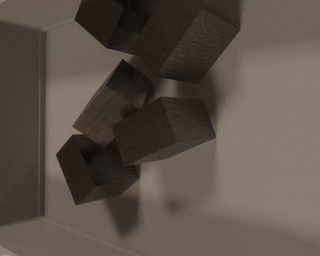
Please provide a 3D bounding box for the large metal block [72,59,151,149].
[{"bbox_3d":[-0.062,-0.033,0.412,0.050,0.080,0.080,37,122,-15],"label":"large metal block"}]

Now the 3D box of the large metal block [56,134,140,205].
[{"bbox_3d":[-0.088,0.055,0.441,0.050,0.081,0.080,-44,64,31],"label":"large metal block"}]

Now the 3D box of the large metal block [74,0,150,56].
[{"bbox_3d":[-0.052,-0.139,0.411,0.080,0.081,0.050,44,117,30],"label":"large metal block"}]

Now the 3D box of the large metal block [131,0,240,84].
[{"bbox_3d":[0.029,-0.099,0.346,0.050,0.081,0.080,52,120,27],"label":"large metal block"}]

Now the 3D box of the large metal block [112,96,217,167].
[{"bbox_3d":[0.005,0.004,0.364,0.080,0.081,0.050,-28,75,36],"label":"large metal block"}]
